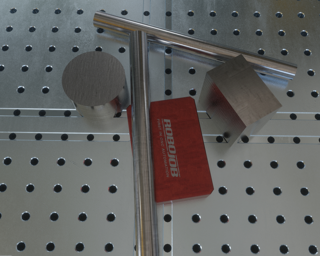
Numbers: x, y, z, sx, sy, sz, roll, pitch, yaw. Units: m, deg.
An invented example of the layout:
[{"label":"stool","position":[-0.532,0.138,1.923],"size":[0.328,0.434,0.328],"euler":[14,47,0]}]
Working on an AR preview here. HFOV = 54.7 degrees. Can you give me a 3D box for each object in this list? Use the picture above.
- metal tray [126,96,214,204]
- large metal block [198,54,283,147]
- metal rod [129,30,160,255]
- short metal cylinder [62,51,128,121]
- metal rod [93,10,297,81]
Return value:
[{"label":"metal tray","position":[0.010,0.029,0.399],"size":[0.091,0.030,0.129],"euler":[-8,70,-4]},{"label":"large metal block","position":[0.097,-0.032,0.396],"size":[0.050,0.080,0.080],"euler":[-29,73,-10]},{"label":"metal rod","position":[-0.021,0.014,0.373],"size":[0.025,0.025,0.299],"euler":[-3,70,-2]},{"label":"short metal cylinder","position":[-0.085,-0.056,0.418],"size":[0.081,0.050,0.080],"euler":[0,70,-1]},{"label":"metal rod","position":[0.047,-0.122,0.457],"size":[0.301,0.025,0.025],"euler":[17,71,5]}]
